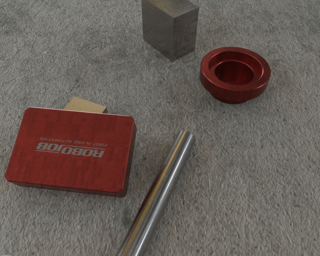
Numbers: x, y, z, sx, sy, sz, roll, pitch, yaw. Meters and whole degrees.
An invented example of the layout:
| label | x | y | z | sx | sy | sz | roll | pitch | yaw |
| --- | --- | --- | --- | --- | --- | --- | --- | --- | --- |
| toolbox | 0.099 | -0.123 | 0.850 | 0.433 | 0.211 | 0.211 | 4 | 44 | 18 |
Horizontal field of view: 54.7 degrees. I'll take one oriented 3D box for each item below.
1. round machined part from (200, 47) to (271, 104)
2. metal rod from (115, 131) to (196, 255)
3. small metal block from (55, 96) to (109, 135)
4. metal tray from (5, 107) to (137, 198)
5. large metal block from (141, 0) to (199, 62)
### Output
| label | x | y | z | sx | sy | sz | roll | pitch | yaw |
| --- | --- | --- | --- | --- | --- | --- | --- | --- | --- |
| round machined part | 0.107 | -0.073 | 0.454 | 0.099 | 0.042 | 0.098 | 0 | 50 | 0 |
| metal rod | -0.026 | 0.118 | 0.304 | 0.025 | 0.025 | 0.301 | 18 | 52 | 15 |
| small metal block | -0.104 | -0.010 | 0.411 | 0.050 | 0.025 | 0.050 | 18 | 52 | 14 |
| metal tray | -0.099 | 0.027 | 0.359 | 0.131 | 0.030 | 0.090 | 5 | 68 | 4 |
| large metal block | 0.015 | -0.170 | 0.511 | 0.050 | 0.080 | 0.080 | -32 | 57 | -24 |
